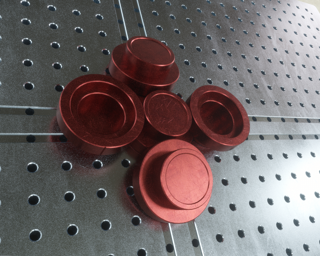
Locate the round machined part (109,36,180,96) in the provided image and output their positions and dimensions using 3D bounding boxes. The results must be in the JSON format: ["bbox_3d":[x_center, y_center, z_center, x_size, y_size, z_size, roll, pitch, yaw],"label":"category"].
[{"bbox_3d":[-0.018,-0.091,0.430,0.099,0.042,0.098,14,43,-13],"label":"round machined part"}]

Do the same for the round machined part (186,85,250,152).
[{"bbox_3d":[0.077,-0.010,0.446,0.099,0.042,0.098,14,56,-21],"label":"round machined part"}]

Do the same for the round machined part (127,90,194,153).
[{"bbox_3d":[0.003,-0.011,0.405,0.099,0.042,0.098,14,56,-21],"label":"round machined part"}]

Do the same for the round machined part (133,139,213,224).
[{"bbox_3d":[0.022,0.060,0.359,0.099,0.042,0.098,8,73,-27],"label":"round machined part"}]

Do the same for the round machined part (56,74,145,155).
[{"bbox_3d":[-0.072,-0.012,0.367,0.099,0.042,0.098,14,56,-21],"label":"round machined part"}]
